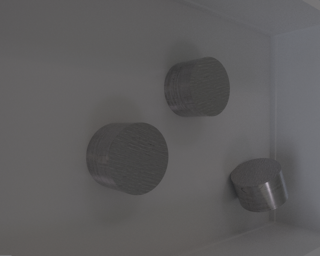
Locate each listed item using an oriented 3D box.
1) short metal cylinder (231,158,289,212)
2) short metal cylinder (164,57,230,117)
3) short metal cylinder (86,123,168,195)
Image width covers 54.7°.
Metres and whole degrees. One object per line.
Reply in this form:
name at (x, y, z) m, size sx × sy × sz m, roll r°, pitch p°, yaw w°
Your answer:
short metal cylinder at (0.163, 0.092, 0.507) m, size 0.081 × 0.080 × 0.050 m, roll -35°, pitch 112°, yaw -34°
short metal cylinder at (0.053, -0.055, 0.434) m, size 0.081 × 0.050 × 0.080 m, roll 0°, pitch 90°, yaw -40°
short metal cylinder at (-0.037, 0.034, 0.359) m, size 0.081 × 0.050 × 0.080 m, roll 0°, pitch 90°, yaw -40°
